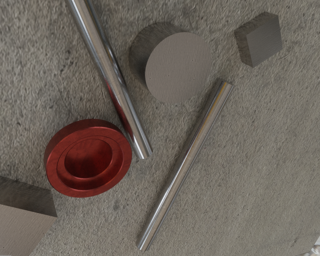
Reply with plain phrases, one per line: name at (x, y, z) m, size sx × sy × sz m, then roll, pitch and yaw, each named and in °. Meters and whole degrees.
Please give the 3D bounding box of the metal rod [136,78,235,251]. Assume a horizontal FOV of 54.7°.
metal rod at (0.031, 0.066, 0.466) m, size 0.025 × 0.025 × 0.298 m, roll 12°, pitch 112°, yaw -34°

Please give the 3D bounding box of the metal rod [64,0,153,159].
metal rod at (-0.061, -0.079, 0.325) m, size 0.025 × 0.025 × 0.299 m, roll -28°, pitch 128°, yaw -11°

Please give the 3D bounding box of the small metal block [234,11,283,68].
small metal block at (0.131, -0.116, 0.408) m, size 0.050 × 0.025 × 0.050 m, roll -33°, pitch 129°, yaw -7°

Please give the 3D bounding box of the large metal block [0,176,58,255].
large metal block at (-0.181, 0.108, 0.359) m, size 0.080 × 0.050 × 0.080 m, roll 30°, pitch 102°, yaw -38°

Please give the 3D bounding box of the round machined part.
round machined part at (-0.087, 0.032, 0.369) m, size 0.099 × 0.042 × 0.097 m, roll -14°, pitch 125°, yaw -21°

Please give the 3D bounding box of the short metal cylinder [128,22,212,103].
short metal cylinder at (0.011, -0.075, 0.352) m, size 0.081 × 0.050 × 0.079 m, roll -14°, pitch 125°, yaw -21°
